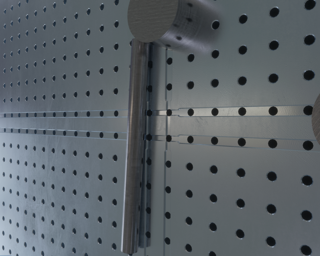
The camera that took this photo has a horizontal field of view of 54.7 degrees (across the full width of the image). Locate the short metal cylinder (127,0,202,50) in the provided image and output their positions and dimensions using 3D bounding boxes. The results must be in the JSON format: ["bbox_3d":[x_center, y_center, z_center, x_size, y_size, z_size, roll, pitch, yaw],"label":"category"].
[{"bbox_3d":[0.005,-0.142,0.389,0.080,0.050,0.079,0,90,40],"label":"short metal cylinder"}]

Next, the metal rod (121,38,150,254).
[{"bbox_3d":[-0.035,0.026,0.438,0.025,0.025,0.298,5,93,40],"label":"metal rod"}]

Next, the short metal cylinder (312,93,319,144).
[{"bbox_3d":[0.173,-0.007,0.251,0.080,0.050,0.079,0,90,40],"label":"short metal cylinder"}]
